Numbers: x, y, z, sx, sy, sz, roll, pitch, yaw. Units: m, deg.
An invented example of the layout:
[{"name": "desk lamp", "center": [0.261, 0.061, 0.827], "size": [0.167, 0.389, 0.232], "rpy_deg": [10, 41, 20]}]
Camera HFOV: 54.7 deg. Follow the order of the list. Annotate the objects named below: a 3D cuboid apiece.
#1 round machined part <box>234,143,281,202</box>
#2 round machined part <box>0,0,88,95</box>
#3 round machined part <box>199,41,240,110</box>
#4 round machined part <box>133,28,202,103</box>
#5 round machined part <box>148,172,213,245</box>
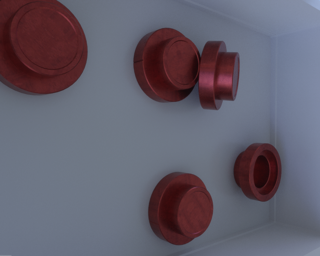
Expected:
[{"name": "round machined part", "center": [0.165, 0.074, 0.533], "size": [0.099, 0.042, 0.097], "rpy_deg": [0, 90, -40]}, {"name": "round machined part", "center": [-0.115, -0.082, 0.299], "size": [0.099, 0.042, 0.097], "rpy_deg": [0, 90, -40]}, {"name": "round machined part", "center": [0.088, -0.074, 0.441], "size": [0.098, 0.042, 0.097], "rpy_deg": [6, 91, -70]}, {"name": "round machined part", "center": [0.017, -0.083, 0.409], "size": [0.099, 0.042, 0.097], "rpy_deg": [0, 90, -40]}, {"name": "round machined part", "center": [0.035, 0.111, 0.425], "size": [0.099, 0.042, 0.097], "rpy_deg": [0, 90, -40]}]
